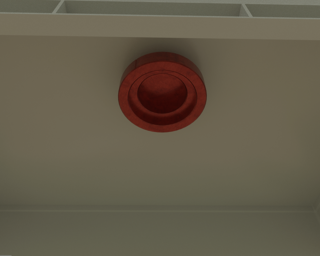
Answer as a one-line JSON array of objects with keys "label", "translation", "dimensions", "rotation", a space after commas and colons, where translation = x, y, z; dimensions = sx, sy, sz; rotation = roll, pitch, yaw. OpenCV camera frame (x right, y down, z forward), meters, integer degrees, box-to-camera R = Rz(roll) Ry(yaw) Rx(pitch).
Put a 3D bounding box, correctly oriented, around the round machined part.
[{"label": "round machined part", "translation": [0.003, -0.045, 0.360], "dimensions": [0.099, 0.042, 0.097], "rotation": [-1, 130, 0]}]
